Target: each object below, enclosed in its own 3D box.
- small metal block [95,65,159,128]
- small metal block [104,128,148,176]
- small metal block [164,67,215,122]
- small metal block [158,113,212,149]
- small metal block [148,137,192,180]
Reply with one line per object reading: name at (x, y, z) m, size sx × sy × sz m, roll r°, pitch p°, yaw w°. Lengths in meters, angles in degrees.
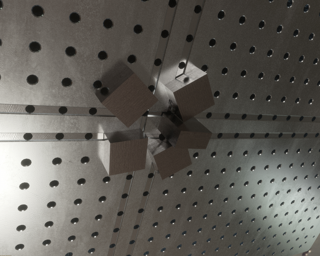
small metal block at (-0.039, -0.037, 0.369) m, size 0.050 × 0.025 × 0.050 m, roll -43°, pitch 130°, yaw 1°
small metal block at (-0.046, 0.031, 0.407) m, size 0.050 × 0.025 × 0.050 m, roll -8°, pitch 122°, yaw -25°
small metal block at (0.040, -0.044, 0.408) m, size 0.050 × 0.025 × 0.050 m, roll -30°, pitch 129°, yaw -9°
small metal block at (0.033, 0.004, 0.418) m, size 0.050 × 0.050 × 0.025 m, roll 4°, pitch 116°, yaw -31°
small metal block at (0.014, 0.039, 0.445) m, size 0.050 × 0.025 × 0.050 m, roll -27°, pitch 128°, yaw -12°
